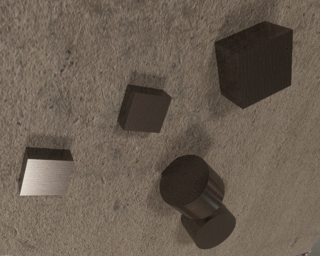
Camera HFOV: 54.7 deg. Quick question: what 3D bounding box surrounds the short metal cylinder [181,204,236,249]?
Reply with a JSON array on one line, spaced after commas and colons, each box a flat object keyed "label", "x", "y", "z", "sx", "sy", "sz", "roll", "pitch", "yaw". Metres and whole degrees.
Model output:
[{"label": "short metal cylinder", "x": 0.084, "y": 0.163, "z": 0.540, "sx": 0.081, "sy": 0.050, "sz": 0.079, "roll": -14, "pitch": 125, "yaw": -21}]

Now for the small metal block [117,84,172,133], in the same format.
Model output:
[{"label": "small metal block", "x": -0.020, "y": -0.023, "z": 0.383, "sx": 0.050, "sy": 0.025, "sz": 0.050, "roll": 5, "pitch": 116, "yaw": -31}]

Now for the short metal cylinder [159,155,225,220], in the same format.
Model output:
[{"label": "short metal cylinder", "x": 0.047, "y": 0.086, "z": 0.452, "sx": 0.080, "sy": 0.080, "sz": 0.050, "roll": -44, "pitch": 130, "yaw": 2}]

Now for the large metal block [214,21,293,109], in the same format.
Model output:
[{"label": "large metal block", "x": 0.124, "y": -0.084, "z": 0.409, "sx": 0.080, "sy": 0.050, "sz": 0.080, "roll": -26, "pitch": 128, "yaw": -13}]

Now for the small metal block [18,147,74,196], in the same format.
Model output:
[{"label": "small metal block", "x": -0.135, "y": 0.052, "z": 0.366, "sx": 0.050, "sy": 0.025, "sz": 0.050, "roll": 7, "pitch": 115, "yaw": -32}]
